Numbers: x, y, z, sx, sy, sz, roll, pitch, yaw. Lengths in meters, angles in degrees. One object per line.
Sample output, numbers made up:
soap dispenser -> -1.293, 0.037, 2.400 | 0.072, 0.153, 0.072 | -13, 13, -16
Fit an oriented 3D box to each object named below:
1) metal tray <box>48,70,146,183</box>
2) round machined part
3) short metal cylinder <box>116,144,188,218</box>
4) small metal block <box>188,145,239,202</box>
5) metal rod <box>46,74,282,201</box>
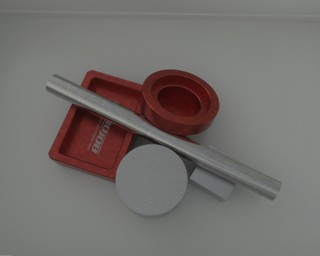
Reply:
metal tray -> -0.074, -0.004, 0.405 | 0.090, 0.030, 0.130 | 18, 71, 6
round machined part -> 0.022, -0.028, 0.396 | 0.099, 0.042, 0.098 | 9, 47, -10
short metal cylinder -> -0.009, 0.065, 0.370 | 0.081, 0.050, 0.080 | 0, 70, 0
small metal block -> 0.070, 0.057, 0.388 | 0.050, 0.025, 0.050 | 30, 72, 10
metal rod -> -0.001, 0.008, 0.374 | 0.301, 0.025, 0.025 | 26, 72, 6
